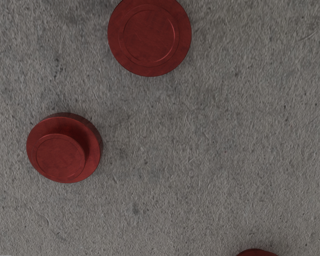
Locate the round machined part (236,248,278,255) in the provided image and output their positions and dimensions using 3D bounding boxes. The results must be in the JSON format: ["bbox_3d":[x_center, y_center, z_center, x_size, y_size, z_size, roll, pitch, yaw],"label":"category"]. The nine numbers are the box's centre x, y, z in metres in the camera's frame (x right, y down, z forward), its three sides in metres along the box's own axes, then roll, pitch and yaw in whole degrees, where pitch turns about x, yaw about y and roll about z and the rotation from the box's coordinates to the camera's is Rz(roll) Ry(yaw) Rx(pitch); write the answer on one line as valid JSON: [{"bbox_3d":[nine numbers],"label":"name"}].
[{"bbox_3d":[0.151,0.231,0.487,0.099,0.042,0.097,0,110,0],"label":"round machined part"}]

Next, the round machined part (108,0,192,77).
[{"bbox_3d":[-0.012,-0.108,0.361,0.099,0.042,0.097,0,110,0],"label":"round machined part"}]

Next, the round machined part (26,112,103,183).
[{"bbox_3d":[-0.128,0.032,0.411,0.099,0.042,0.097,0,110,0],"label":"round machined part"}]
